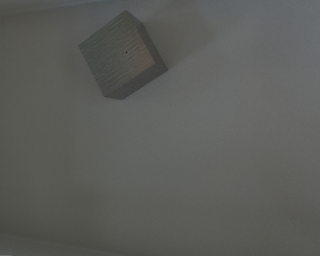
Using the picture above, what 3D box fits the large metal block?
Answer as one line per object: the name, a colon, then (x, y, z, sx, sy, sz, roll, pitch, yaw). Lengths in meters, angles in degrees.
large metal block: (-0.048, -0.094, 0.415, 0.080, 0.050, 0.080, -31, 80, 17)
